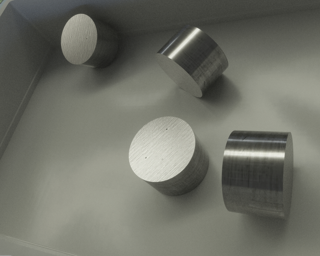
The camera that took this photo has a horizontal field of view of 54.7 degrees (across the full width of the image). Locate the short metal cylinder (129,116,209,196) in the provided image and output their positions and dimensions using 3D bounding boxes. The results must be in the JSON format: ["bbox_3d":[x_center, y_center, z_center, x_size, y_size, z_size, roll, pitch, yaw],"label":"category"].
[{"bbox_3d":[0.011,0.033,0.362,0.080,0.050,0.080,-13,56,20],"label":"short metal cylinder"}]

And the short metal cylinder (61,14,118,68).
[{"bbox_3d":[-0.117,-0.142,0.515,0.080,0.050,0.079,1,92,31],"label":"short metal cylinder"}]

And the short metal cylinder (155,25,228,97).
[{"bbox_3d":[0.040,-0.085,0.401,0.050,0.080,0.080,-48,52,-5],"label":"short metal cylinder"}]

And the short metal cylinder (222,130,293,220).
[{"bbox_3d":[0.095,0.043,0.294,0.050,0.080,0.080,2,63,29],"label":"short metal cylinder"}]
